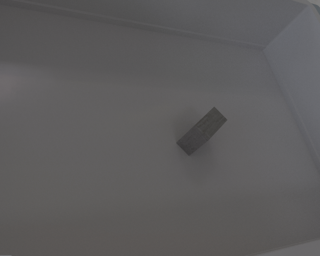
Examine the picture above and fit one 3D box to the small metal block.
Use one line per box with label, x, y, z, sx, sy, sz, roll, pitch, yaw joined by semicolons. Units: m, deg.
small metal block;0.056;0.005;0.416;0.025;0.050;0.050;46;51;4
